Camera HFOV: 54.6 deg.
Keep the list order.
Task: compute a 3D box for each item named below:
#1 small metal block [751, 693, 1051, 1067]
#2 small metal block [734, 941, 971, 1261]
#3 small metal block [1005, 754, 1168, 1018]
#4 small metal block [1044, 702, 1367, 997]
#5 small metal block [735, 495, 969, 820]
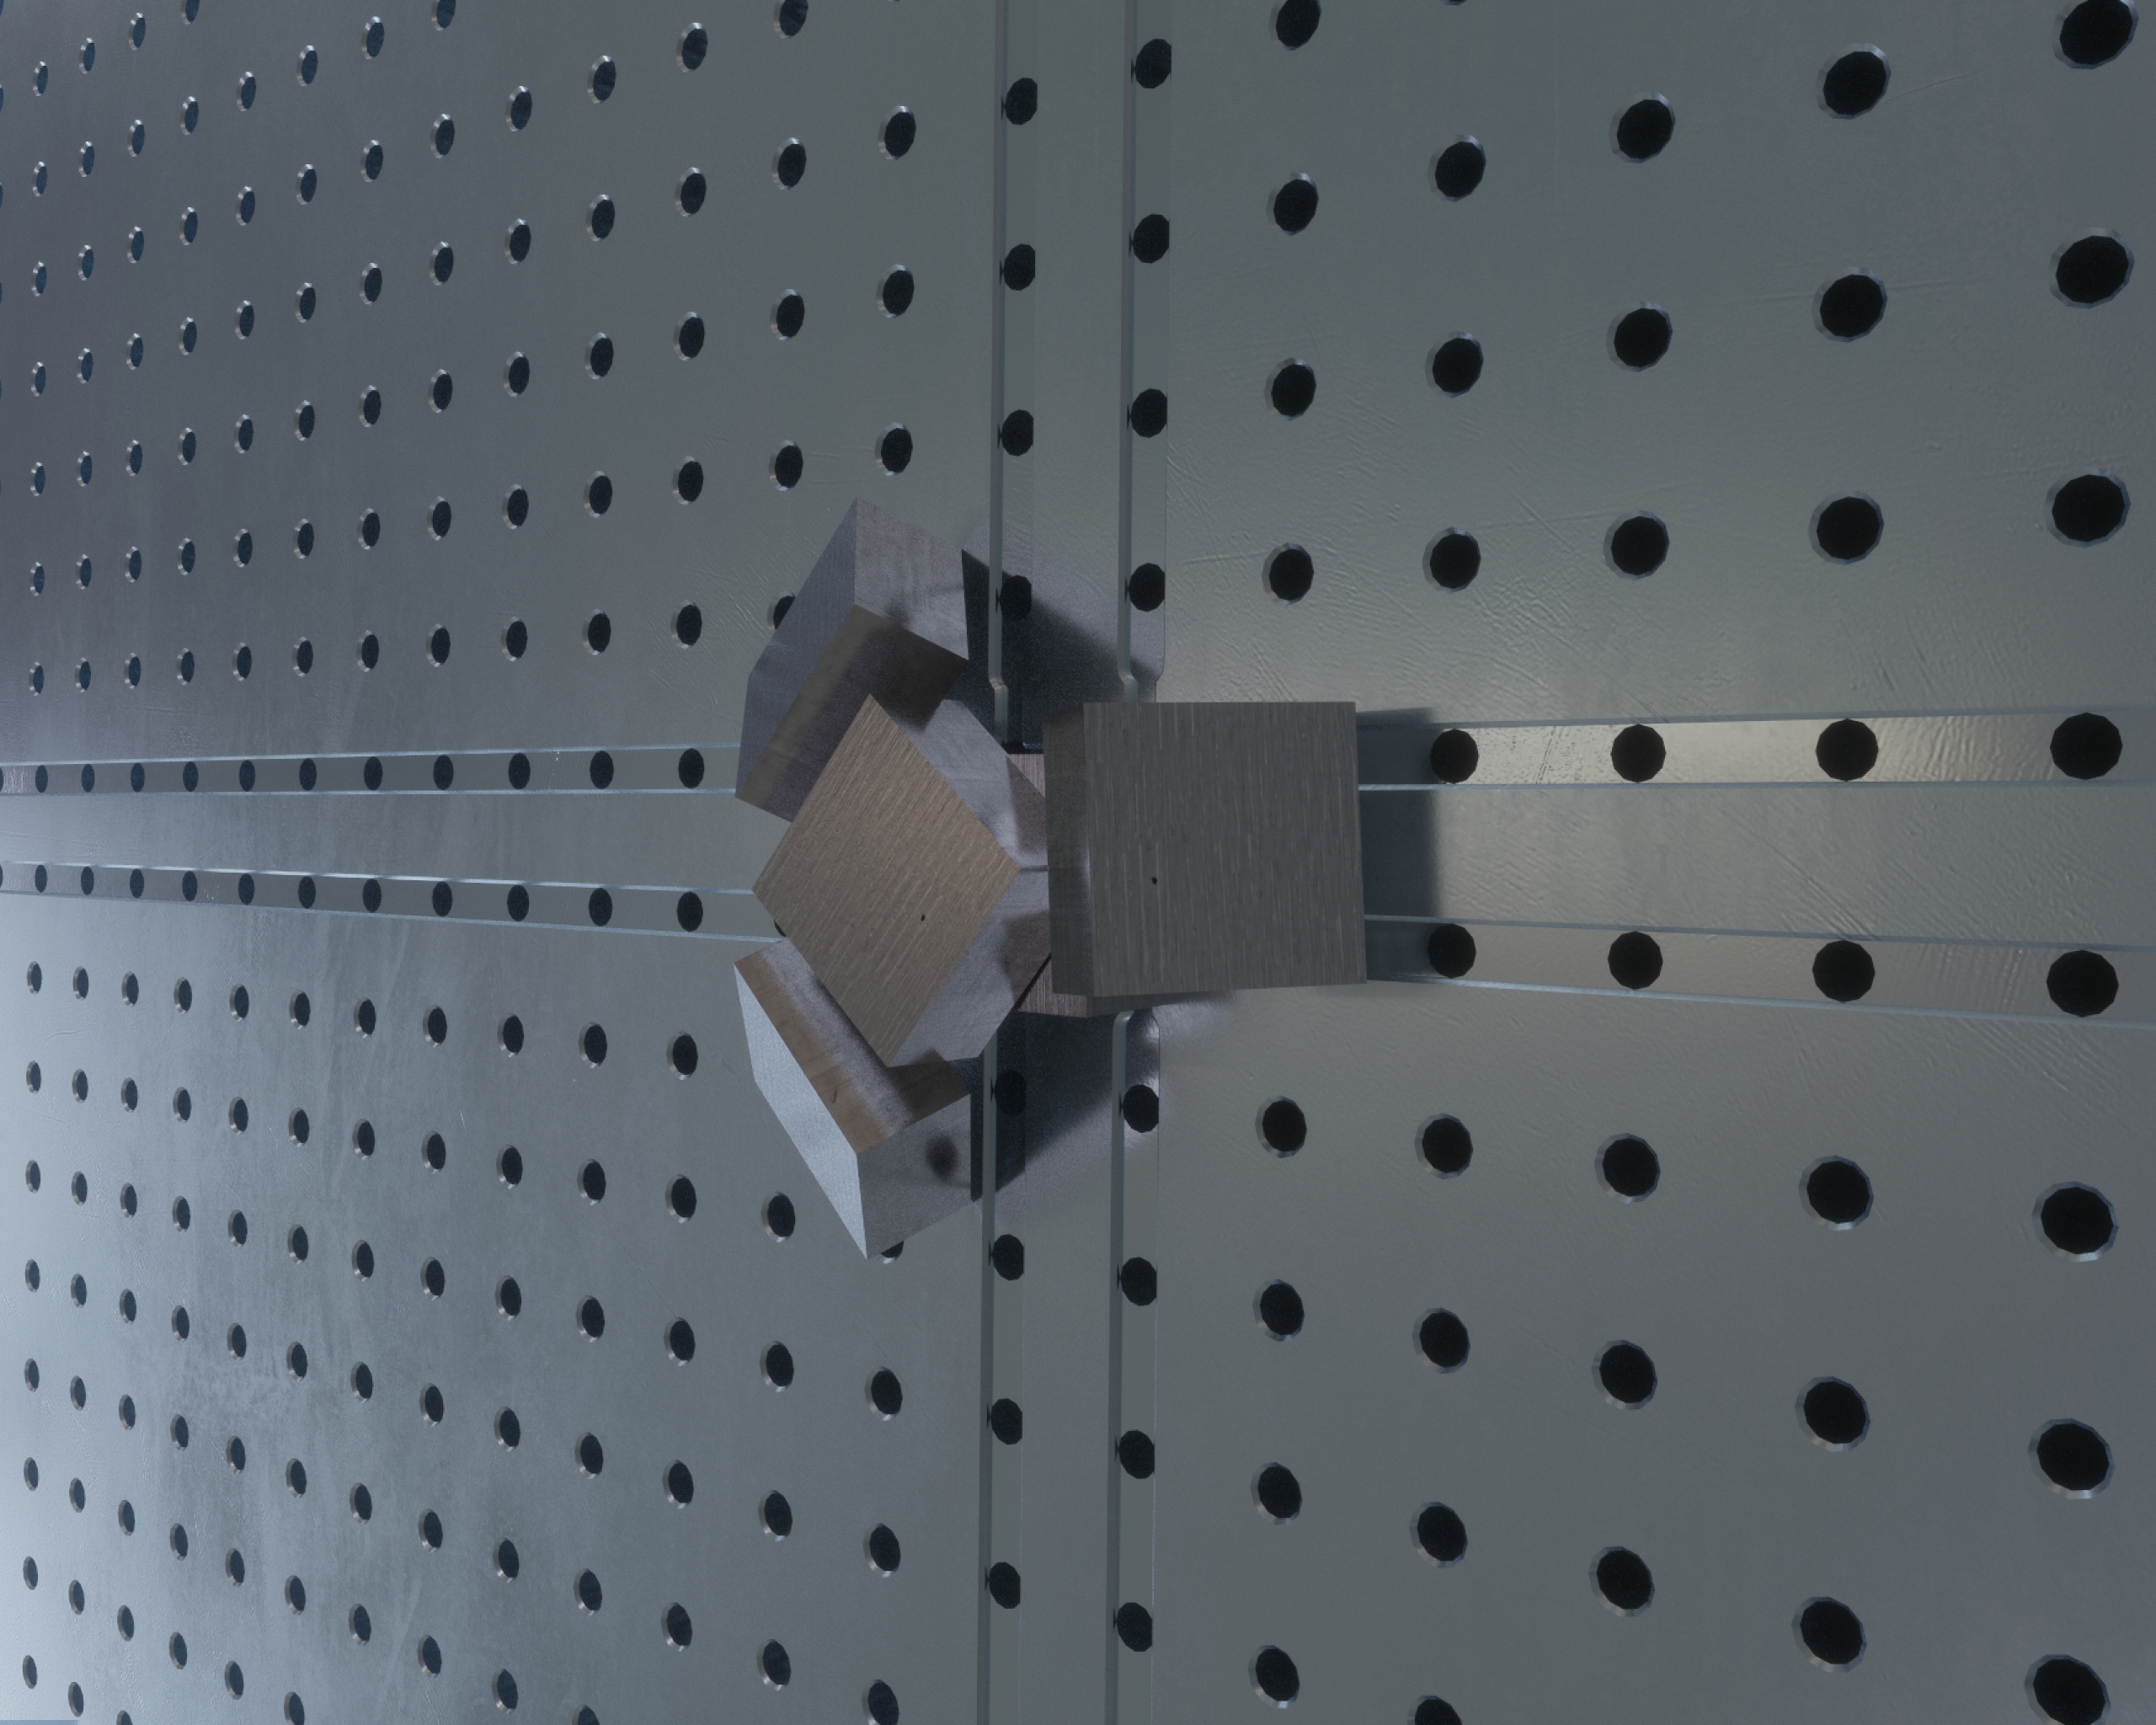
[{"bbox_3d":[-0.029,0.003,0.402,0.050,0.025,0.050,49,118,28],"label":"small metal block"},{"bbox_3d":[-0.046,0.046,0.432,0.050,0.025,0.050,53,158,27],"label":"small metal block"},{"bbox_3d":[-0.010,0.003,0.419,0.050,0.025,0.050,2,94,40],"label":"small metal block"},{"bbox_3d":[0.022,-0.002,0.372,0.025,0.050,0.050,172,96,-72],"label":"small metal block"},{"bbox_3d":[-0.047,-0.040,0.433,0.050,0.025,0.050,-54,23,26],"label":"small metal block"}]
